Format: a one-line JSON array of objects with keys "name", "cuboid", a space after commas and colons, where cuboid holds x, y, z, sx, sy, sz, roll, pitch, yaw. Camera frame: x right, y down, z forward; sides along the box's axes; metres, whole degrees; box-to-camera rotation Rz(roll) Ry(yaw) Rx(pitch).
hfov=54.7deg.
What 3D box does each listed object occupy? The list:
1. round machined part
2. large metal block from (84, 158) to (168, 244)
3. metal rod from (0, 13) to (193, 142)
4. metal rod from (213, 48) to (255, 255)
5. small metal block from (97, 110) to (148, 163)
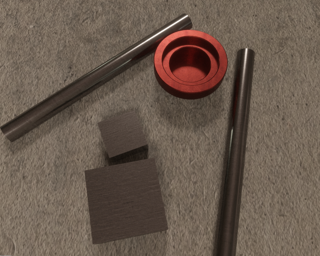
[{"name": "round machined part", "cuboid": [0.041, -0.083, 0.430, 0.099, 0.042, 0.098, 0, 70, -1]}, {"name": "large metal block", "cuboid": [-0.038, 0.086, 0.363, 0.081, 0.050, 0.080, -10, 70, -4]}, {"name": "metal rod", "cuboid": [-0.079, -0.076, 0.434, 0.301, 0.025, 0.025, -35, 74, -12]}, {"name": "metal rod", "cuboid": [0.097, 0.030, 0.398, 0.025, 0.025, 0.299, 10, 70, 3]}, {"name": "small metal block", "cuboid": [-0.048, 0.011, 0.404, 0.050, 0.025, 0.050, -20, 71, -8]}]
